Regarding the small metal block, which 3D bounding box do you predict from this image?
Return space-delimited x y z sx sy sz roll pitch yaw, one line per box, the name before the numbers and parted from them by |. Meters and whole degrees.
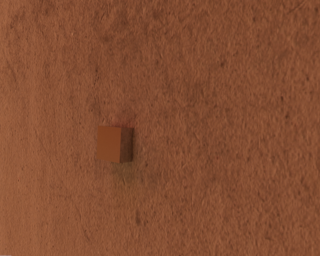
small metal block | -0.067 0.023 0.458 0.050 0.025 0.050 5 93 39
